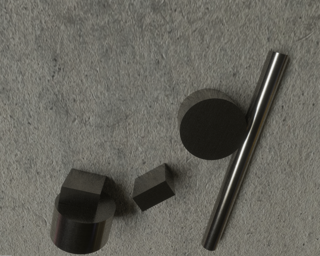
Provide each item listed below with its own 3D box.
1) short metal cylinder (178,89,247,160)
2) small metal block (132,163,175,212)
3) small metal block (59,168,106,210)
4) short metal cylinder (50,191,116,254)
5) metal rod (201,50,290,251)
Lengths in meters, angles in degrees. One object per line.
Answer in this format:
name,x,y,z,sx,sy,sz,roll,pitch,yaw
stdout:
short metal cylinder,0.064,-0.006,0.395,0.081,0.050,0.079,0,110,-1
small metal block,-0.008,0.080,0.426,0.050,0.050,0.025,-29,108,10
small metal block,-0.105,0.083,0.426,0.050,0.050,0.025,14,109,-6
short metal cylinder,-0.105,0.124,0.425,0.081,0.080,0.050,13,110,-5
metal rod,0.111,0.044,0.427,0.025,0.025,0.298,13,110,-5
